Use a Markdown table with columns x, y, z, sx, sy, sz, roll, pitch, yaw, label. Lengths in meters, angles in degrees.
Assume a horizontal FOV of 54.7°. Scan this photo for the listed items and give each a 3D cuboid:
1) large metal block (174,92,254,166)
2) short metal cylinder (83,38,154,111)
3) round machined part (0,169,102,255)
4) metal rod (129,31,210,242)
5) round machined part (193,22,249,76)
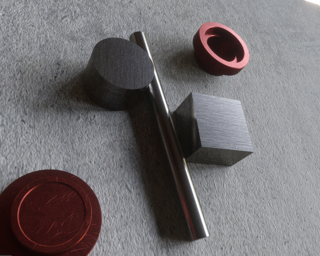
| x | y | z | sx | sy | sz | roll | pitch | yaw | label |
| --- | --- | --- | --- | --- | --- | --- | --- | --- | --- |
| 0.072 | 0.003 | 0.424 | 0.081 | 0.050 | 0.080 | 7 | 59 | -25 | large metal block |
| -0.054 | -0.069 | 0.401 | 0.081 | 0.050 | 0.080 | 14 | 56 | -21 | short metal cylinder |
| -0.102 | 0.084 | 0.287 | 0.099 | 0.042 | 0.098 | 14 | 56 | -21 | round machined part |
| 0.005 | -0.006 | 0.409 | 0.025 | 0.025 | 0.299 | -3 | 63 | -30 | metal rod |
| 0.098 | -0.127 | 0.523 | 0.099 | 0.042 | 0.098 | 14 | 56 | -21 | round machined part |
